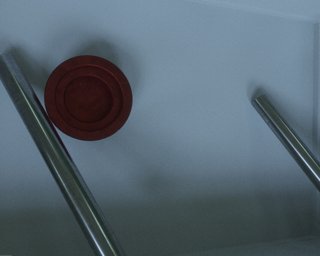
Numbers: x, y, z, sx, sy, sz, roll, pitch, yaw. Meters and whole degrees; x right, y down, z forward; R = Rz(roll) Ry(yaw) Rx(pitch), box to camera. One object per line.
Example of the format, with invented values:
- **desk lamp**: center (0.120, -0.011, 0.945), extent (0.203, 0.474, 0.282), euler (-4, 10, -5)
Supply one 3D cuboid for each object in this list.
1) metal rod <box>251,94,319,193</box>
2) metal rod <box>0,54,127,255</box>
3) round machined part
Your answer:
- **metal rod**: center (0.228, 0.077, 0.430), extent (0.025, 0.025, 0.299), euler (-28, 74, -18)
- **metal rod**: center (-0.096, 0.048, 0.317), extent (0.025, 0.025, 0.299), euler (-29, 78, -18)
- **round machined part**: center (-0.086, -0.034, 0.370), extent (0.099, 0.042, 0.097), euler (0, 90, -21)
